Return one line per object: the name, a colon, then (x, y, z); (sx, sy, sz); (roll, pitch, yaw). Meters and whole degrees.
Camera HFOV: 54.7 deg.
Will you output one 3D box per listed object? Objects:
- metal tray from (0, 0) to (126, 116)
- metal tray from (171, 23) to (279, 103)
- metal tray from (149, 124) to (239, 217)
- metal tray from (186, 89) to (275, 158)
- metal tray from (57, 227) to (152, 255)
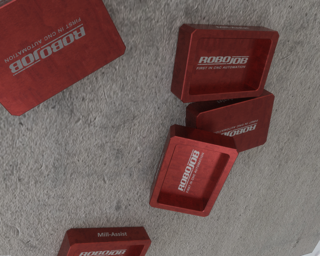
metal tray: (-0.109, -0.081, 0.293); (0.131, 0.030, 0.090); (-33, 129, -7)
metal tray: (0.083, -0.083, 0.397); (0.131, 0.030, 0.089); (-7, 122, -25)
metal tray: (0.043, 0.063, 0.432); (0.091, 0.030, 0.129); (13, 122, -6)
metal tray: (0.102, -0.003, 0.457); (0.131, 0.030, 0.089); (-15, 125, -20)
metal tray: (-0.088, 0.197, 0.477); (0.131, 0.030, 0.089); (11, 113, -33)
